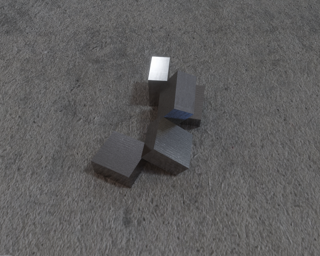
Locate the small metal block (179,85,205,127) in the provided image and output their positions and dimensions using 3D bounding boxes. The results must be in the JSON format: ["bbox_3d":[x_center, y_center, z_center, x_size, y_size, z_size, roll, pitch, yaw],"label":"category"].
[{"bbox_3d":[0.033,-0.032,0.421,0.050,0.025,0.050,8,68,5],"label":"small metal block"}]

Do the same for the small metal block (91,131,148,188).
[{"bbox_3d":[-0.045,0.037,0.372,0.050,0.025,0.050,21,53,16],"label":"small metal block"}]

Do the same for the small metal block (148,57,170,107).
[{"bbox_3d":[0.000,-0.066,0.442,0.025,0.050,0.050,4,50,4],"label":"small metal block"}]

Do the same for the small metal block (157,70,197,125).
[{"bbox_3d":[0.020,-0.034,0.379,0.025,0.050,0.050,15,67,-20],"label":"small metal block"}]

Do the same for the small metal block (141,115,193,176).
[{"bbox_3d":[0.010,0.021,0.369,0.050,0.025,0.050,31,47,-22],"label":"small metal block"}]
